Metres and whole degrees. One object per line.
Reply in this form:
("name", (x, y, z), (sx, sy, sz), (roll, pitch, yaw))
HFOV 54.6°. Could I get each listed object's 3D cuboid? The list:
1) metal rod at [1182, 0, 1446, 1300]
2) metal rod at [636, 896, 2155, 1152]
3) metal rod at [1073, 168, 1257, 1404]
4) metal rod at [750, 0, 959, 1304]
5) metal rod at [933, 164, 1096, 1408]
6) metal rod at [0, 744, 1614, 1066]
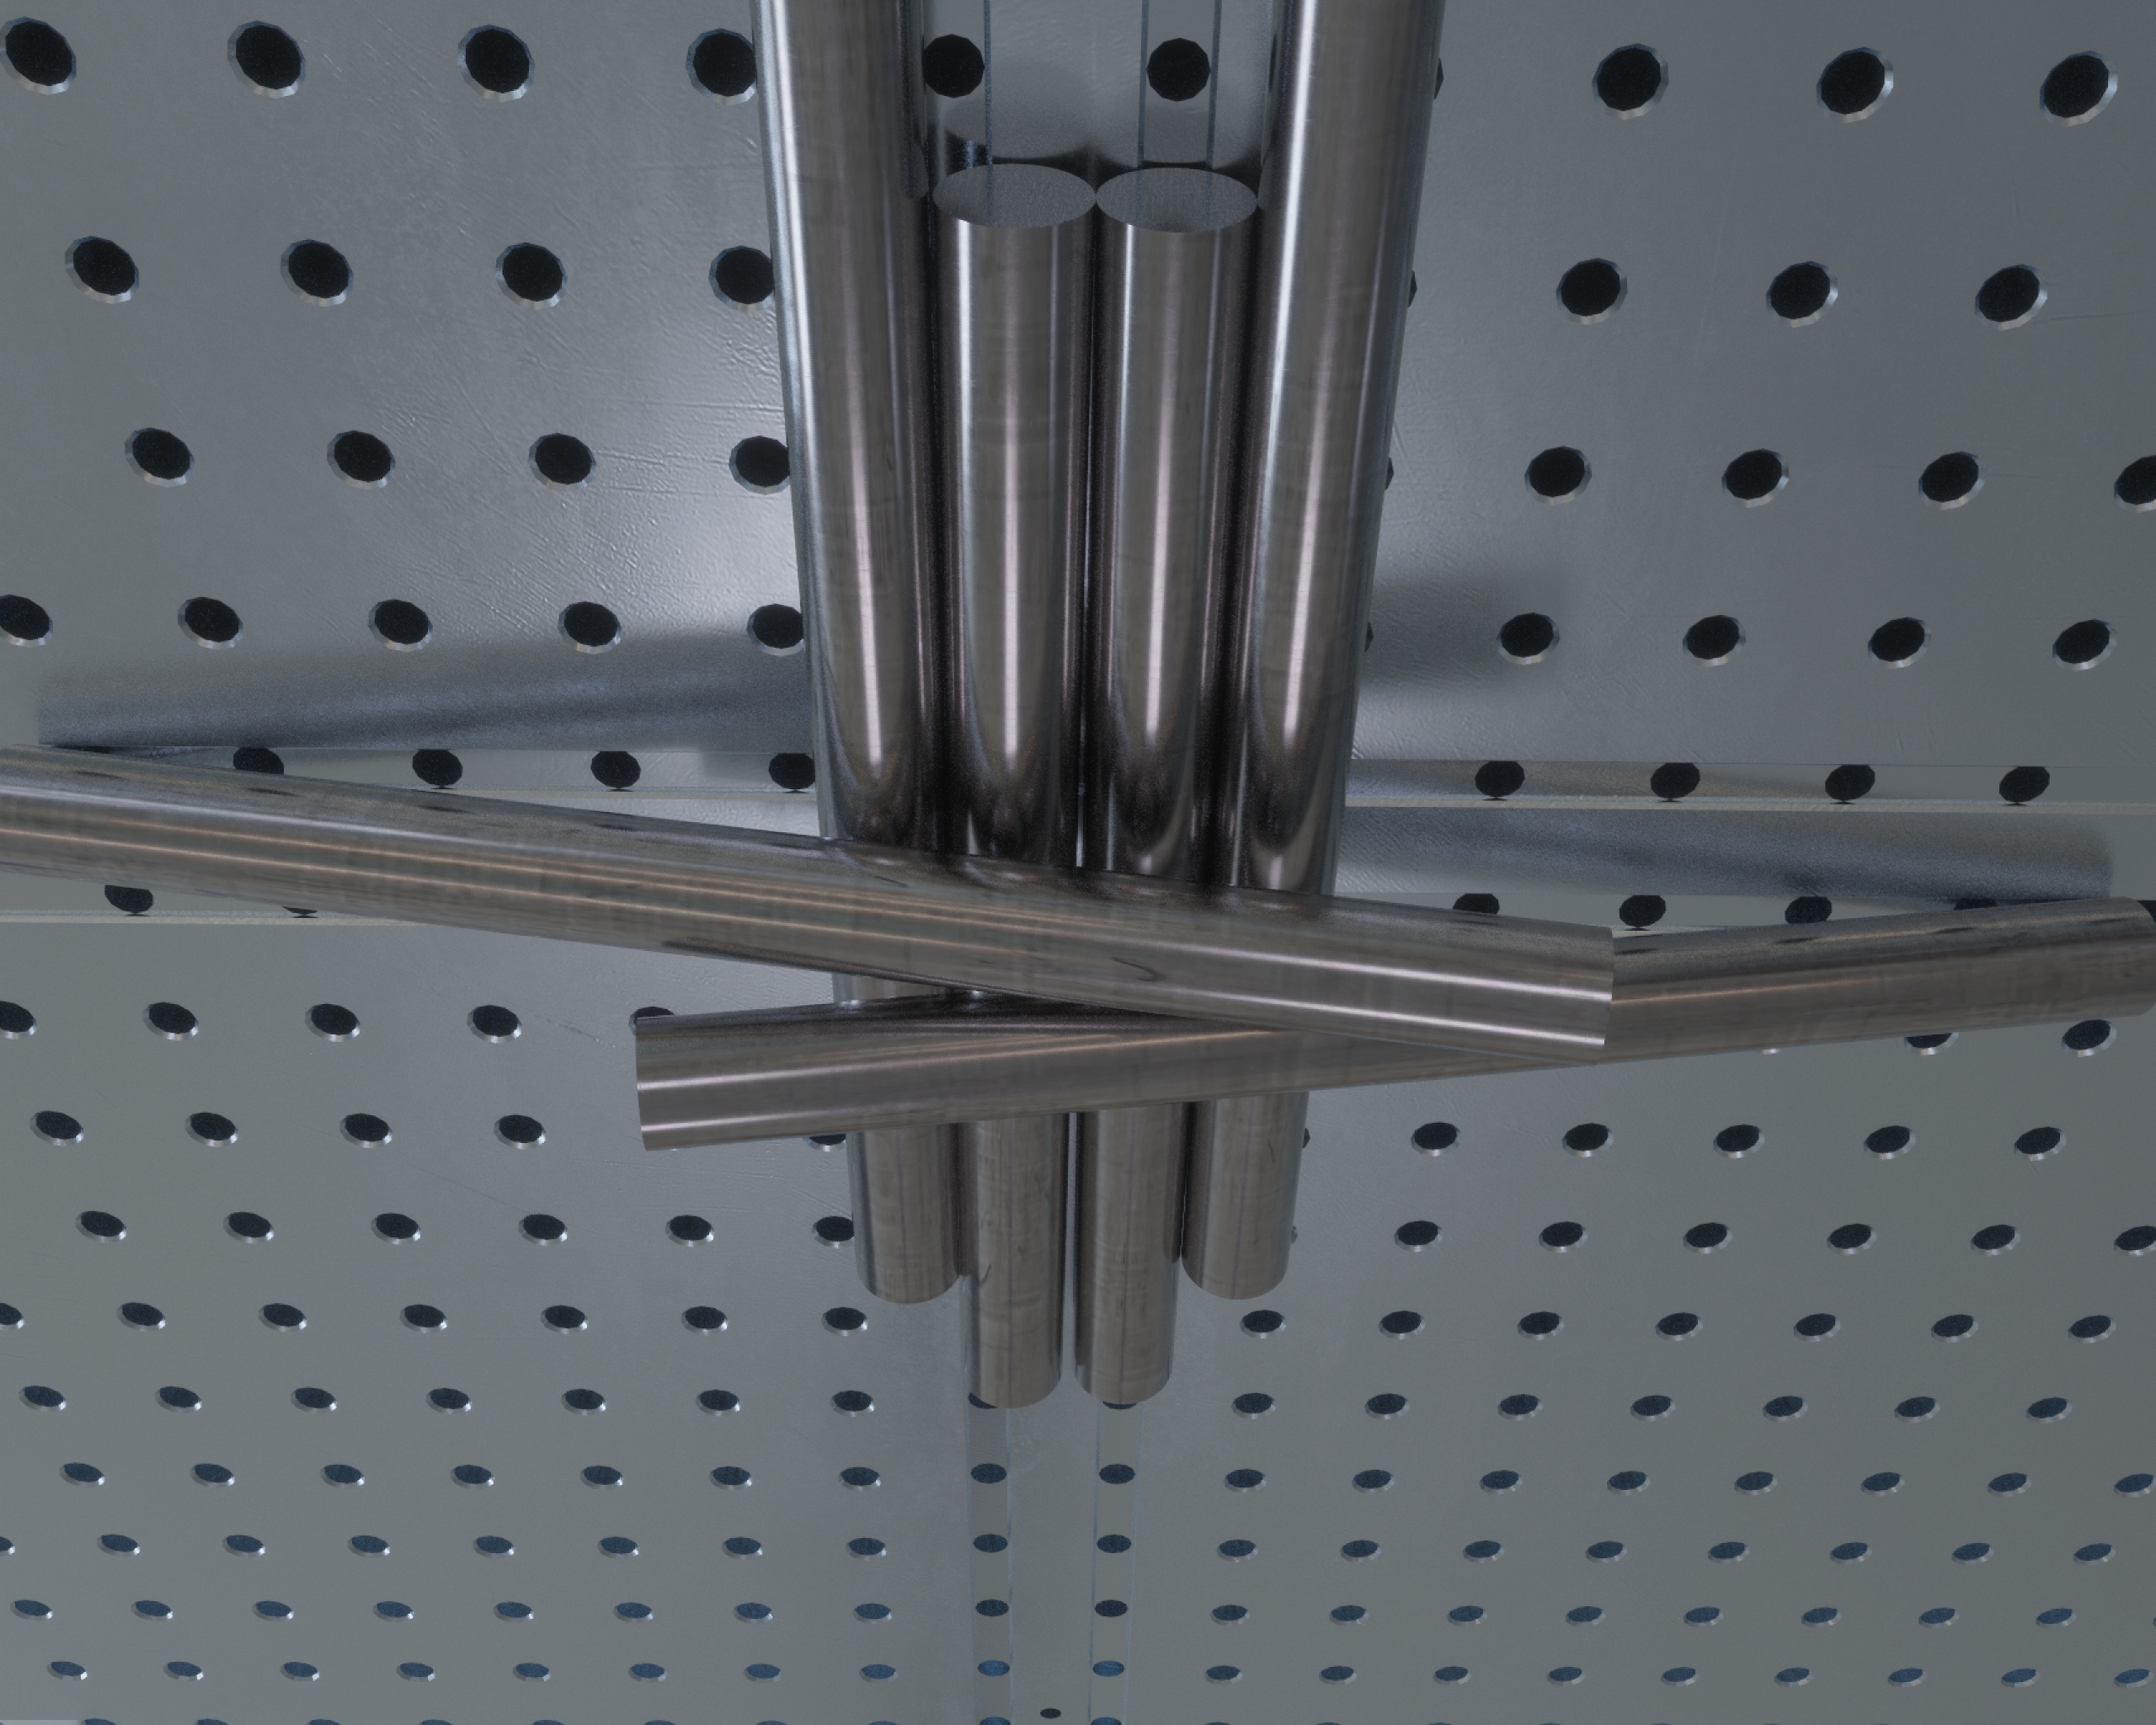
("metal rod", (0.039, -0.021, 0.392), (0.025, 0.025, 0.298), (1, 130, -1))
("metal rod", (0.068, 0.030, 0.411), (0.302, 0.025, 0.025), (-4, 131, -8))
("metal rod", (0.013, 0.010, 0.422), (0.025, 0.025, 0.298), (1, 130, -1))
("metal rod", (-0.037, -0.020, 0.393), (0.025, 0.025, 0.298), (1, 130, -1))
("metal rod", (-0.013, 0.011, 0.419), (0.025, 0.025, 0.298), (1, 130, -1))
("metal rod", (-0.056, 0.007, 0.386), (0.301, 0.025, 0.025), (7, 131, 6))
